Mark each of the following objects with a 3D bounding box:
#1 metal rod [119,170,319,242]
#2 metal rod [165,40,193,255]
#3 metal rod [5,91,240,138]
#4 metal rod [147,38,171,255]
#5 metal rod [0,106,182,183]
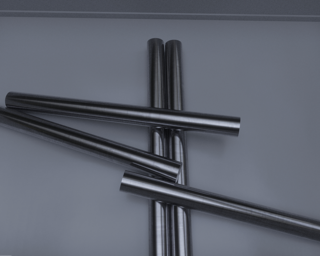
[{"bbox_3d":[0.103,0.098,0.355,0.302,0.025,0.025,15,71,-1],"label":"metal rod"},{"bbox_3d":[0.023,0.019,0.400,0.025,0.025,0.299,-1,70,-1],"label":"metal rod"},{"bbox_3d":[-0.053,-0.019,0.394,0.301,0.025,0.025,7,70,9],"label":"metal rod"},{"bbox_3d":[-0.003,0.017,0.400,0.025,0.025,0.299,-1,70,-1],"label":"metal rod"},{"bbox_3d":[-0.120,0.010,0.389,0.301,0.025,0.025,16,71,11],"label":"metal rod"}]
